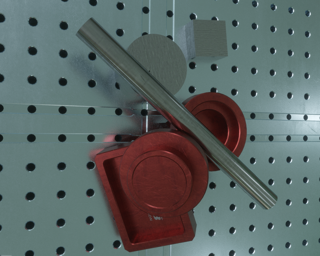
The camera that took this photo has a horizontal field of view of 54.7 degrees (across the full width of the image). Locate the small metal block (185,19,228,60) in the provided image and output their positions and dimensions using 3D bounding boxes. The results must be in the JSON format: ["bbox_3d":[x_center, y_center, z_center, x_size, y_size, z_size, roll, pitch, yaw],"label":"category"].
[{"bbox_3d":[0.065,-0.123,0.436,0.050,0.025,0.050,-5,92,-20],"label":"small metal block"}]

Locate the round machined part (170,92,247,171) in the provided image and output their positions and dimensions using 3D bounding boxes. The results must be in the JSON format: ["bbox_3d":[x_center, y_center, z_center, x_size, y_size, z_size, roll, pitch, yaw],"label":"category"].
[{"bbox_3d":[0.058,0.005,0.398,0.099,0.042,0.097,0,90,-21],"label":"round machined part"}]

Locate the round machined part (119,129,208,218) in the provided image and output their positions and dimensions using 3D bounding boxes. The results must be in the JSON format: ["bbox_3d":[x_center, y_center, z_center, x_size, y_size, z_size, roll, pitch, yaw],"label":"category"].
[{"bbox_3d":[0.003,0.052,0.335,0.098,0.042,0.097,2,100,10],"label":"round machined part"}]

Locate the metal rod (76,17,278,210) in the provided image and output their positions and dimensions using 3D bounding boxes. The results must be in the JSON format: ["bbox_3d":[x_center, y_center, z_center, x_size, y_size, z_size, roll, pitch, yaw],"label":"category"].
[{"bbox_3d":[0.030,-0.005,0.352,0.300,0.025,0.025,42,77,-15],"label":"metal rod"}]

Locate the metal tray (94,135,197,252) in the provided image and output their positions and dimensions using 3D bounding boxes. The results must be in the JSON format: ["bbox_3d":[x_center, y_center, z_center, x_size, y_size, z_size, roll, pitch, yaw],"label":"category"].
[{"bbox_3d":[-0.016,0.080,0.381,0.090,0.030,0.129,-16,97,13],"label":"metal tray"}]

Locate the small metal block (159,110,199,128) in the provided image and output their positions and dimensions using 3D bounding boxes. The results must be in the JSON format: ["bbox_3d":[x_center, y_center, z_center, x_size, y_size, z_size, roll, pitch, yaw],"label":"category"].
[{"bbox_3d":[0.036,-0.003,0.426,0.050,0.025,0.050,-41,103,-16],"label":"small metal block"}]

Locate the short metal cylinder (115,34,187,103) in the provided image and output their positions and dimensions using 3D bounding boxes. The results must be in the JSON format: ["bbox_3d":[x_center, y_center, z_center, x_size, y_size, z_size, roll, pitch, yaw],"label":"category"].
[{"bbox_3d":[-0.013,-0.073,0.394,0.081,0.050,0.080,0,90,-20],"label":"short metal cylinder"}]
